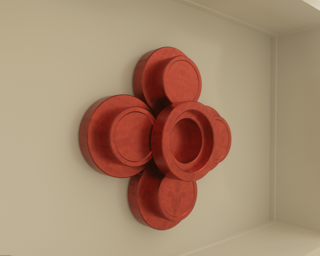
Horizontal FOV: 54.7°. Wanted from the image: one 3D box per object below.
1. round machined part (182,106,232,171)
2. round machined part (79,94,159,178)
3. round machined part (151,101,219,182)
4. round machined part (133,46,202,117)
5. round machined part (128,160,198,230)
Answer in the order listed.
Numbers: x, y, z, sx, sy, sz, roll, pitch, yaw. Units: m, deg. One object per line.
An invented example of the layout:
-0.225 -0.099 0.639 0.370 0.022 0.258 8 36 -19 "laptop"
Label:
0.066 0.016 0.448 0.099 0.042 0.097 0 90 -40 "round machined part"
-0.039 0.010 0.359 0.099 0.042 0.097 0 90 -40 "round machined part"
0.027 0.016 0.388 0.099 0.042 0.097 0 90 -40 "round machined part"
0.017 -0.058 0.405 0.099 0.042 0.097 0 90 -40 "round machined part"
0.010 0.083 0.402 0.099 0.042 0.097 2 87 -41 "round machined part"
